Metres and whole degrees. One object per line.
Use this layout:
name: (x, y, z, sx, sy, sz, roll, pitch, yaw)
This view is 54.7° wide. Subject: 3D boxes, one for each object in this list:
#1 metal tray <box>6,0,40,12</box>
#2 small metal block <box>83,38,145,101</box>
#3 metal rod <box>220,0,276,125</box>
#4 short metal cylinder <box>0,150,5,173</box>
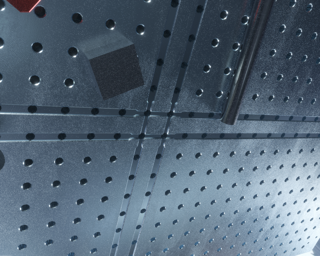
metal tray: (-0.103, -0.172, 0.246, 0.130, 0.030, 0.090, -46, 129, 4)
small metal block: (-0.050, -0.065, 0.343, 0.050, 0.025, 0.050, -24, 127, -14)
metal rod: (0.127, -0.141, 0.392, 0.025, 0.025, 0.298, -3, 120, -27)
short metal cylinder: (-0.199, 0.040, 0.292, 0.080, 0.080, 0.050, 23, 106, -37)
